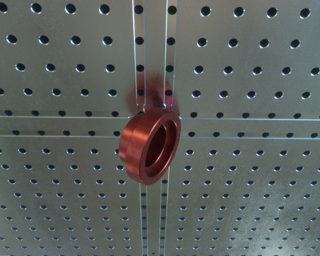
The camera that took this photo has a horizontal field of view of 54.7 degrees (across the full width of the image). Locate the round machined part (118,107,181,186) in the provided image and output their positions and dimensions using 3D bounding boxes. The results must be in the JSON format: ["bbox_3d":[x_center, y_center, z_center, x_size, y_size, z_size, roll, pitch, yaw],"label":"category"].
[{"bbox_3d":[-0.015,0.020,0.392,0.042,0.098,0.097,20,135,25],"label":"round machined part"}]
